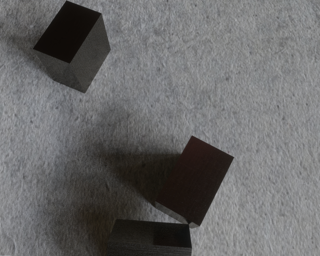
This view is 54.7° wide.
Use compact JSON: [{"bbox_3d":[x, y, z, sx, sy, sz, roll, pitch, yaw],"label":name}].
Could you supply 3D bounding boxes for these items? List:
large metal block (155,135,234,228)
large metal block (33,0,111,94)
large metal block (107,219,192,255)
[{"bbox_3d":[0.037,0.065,0.356,0.050,0.080,0.080,28,72,9],"label":"large metal block"},{"bbox_3d":[-0.113,-0.106,0.416,0.050,0.080,0.080,23,72,8],"label":"large metal block"},{"bbox_3d":[-0.012,0.147,0.324,0.081,0.050,0.079,4,98,1],"label":"large metal block"}]
